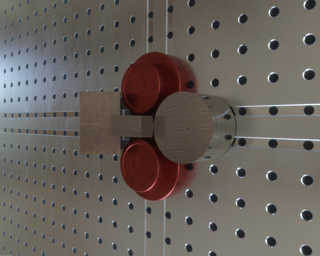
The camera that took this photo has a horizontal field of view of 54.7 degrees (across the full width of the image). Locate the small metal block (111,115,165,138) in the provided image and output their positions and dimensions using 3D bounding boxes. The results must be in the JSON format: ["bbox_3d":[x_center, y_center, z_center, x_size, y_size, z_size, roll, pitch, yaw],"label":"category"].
[{"bbox_3d":[-0.024,-0.002,0.385,0.050,0.050,0.025,2,92,40],"label":"small metal block"}]

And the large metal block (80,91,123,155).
[{"bbox_3d":[-0.078,-0.007,0.431,0.050,0.080,0.080,0,90,-4],"label":"large metal block"}]

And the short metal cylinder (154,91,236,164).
[{"bbox_3d":[0.039,-0.001,0.359,0.080,0.050,0.080,0,90,40],"label":"short metal cylinder"}]

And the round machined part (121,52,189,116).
[{"bbox_3d":[-0.013,-0.052,0.410,0.098,0.042,0.097,0,90,40],"label":"round machined part"}]

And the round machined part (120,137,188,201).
[{"bbox_3d":[-0.015,0.048,0.411,0.098,0.042,0.097,0,90,40],"label":"round machined part"}]
